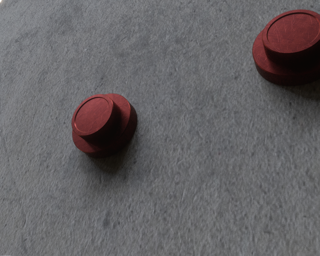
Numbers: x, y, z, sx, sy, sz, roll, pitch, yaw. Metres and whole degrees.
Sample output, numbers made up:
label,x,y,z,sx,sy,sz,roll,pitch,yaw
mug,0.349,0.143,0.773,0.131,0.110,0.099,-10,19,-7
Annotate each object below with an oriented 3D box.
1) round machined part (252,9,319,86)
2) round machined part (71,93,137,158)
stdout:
label,x,y,z,sx,sy,sz,roll,pitch,yaw
round machined part,0.161,-0.102,0.371,0.098,0.042,0.098,-13,56,20
round machined part,-0.086,-0.009,0.442,0.098,0.042,0.098,-13,56,20
